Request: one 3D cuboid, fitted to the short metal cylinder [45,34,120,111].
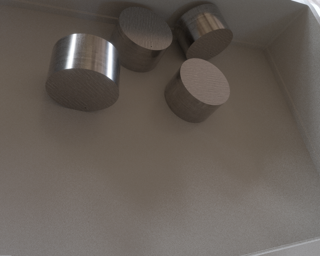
[{"bbox_3d":[-0.087,-0.062,0.361,0.081,0.080,0.050,12,57,-22],"label":"short metal cylinder"}]

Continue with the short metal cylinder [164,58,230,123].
[{"bbox_3d":[0.053,-0.054,0.451,0.081,0.050,0.080,14,56,-21],"label":"short metal cylinder"}]

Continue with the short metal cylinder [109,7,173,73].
[{"bbox_3d":[-0.029,-0.128,0.452,0.081,0.050,0.080,14,56,-21],"label":"short metal cylinder"}]

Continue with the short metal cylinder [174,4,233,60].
[{"bbox_3d":[0.069,-0.151,0.500,0.081,0.080,0.050,-10,67,-33],"label":"short metal cylinder"}]
